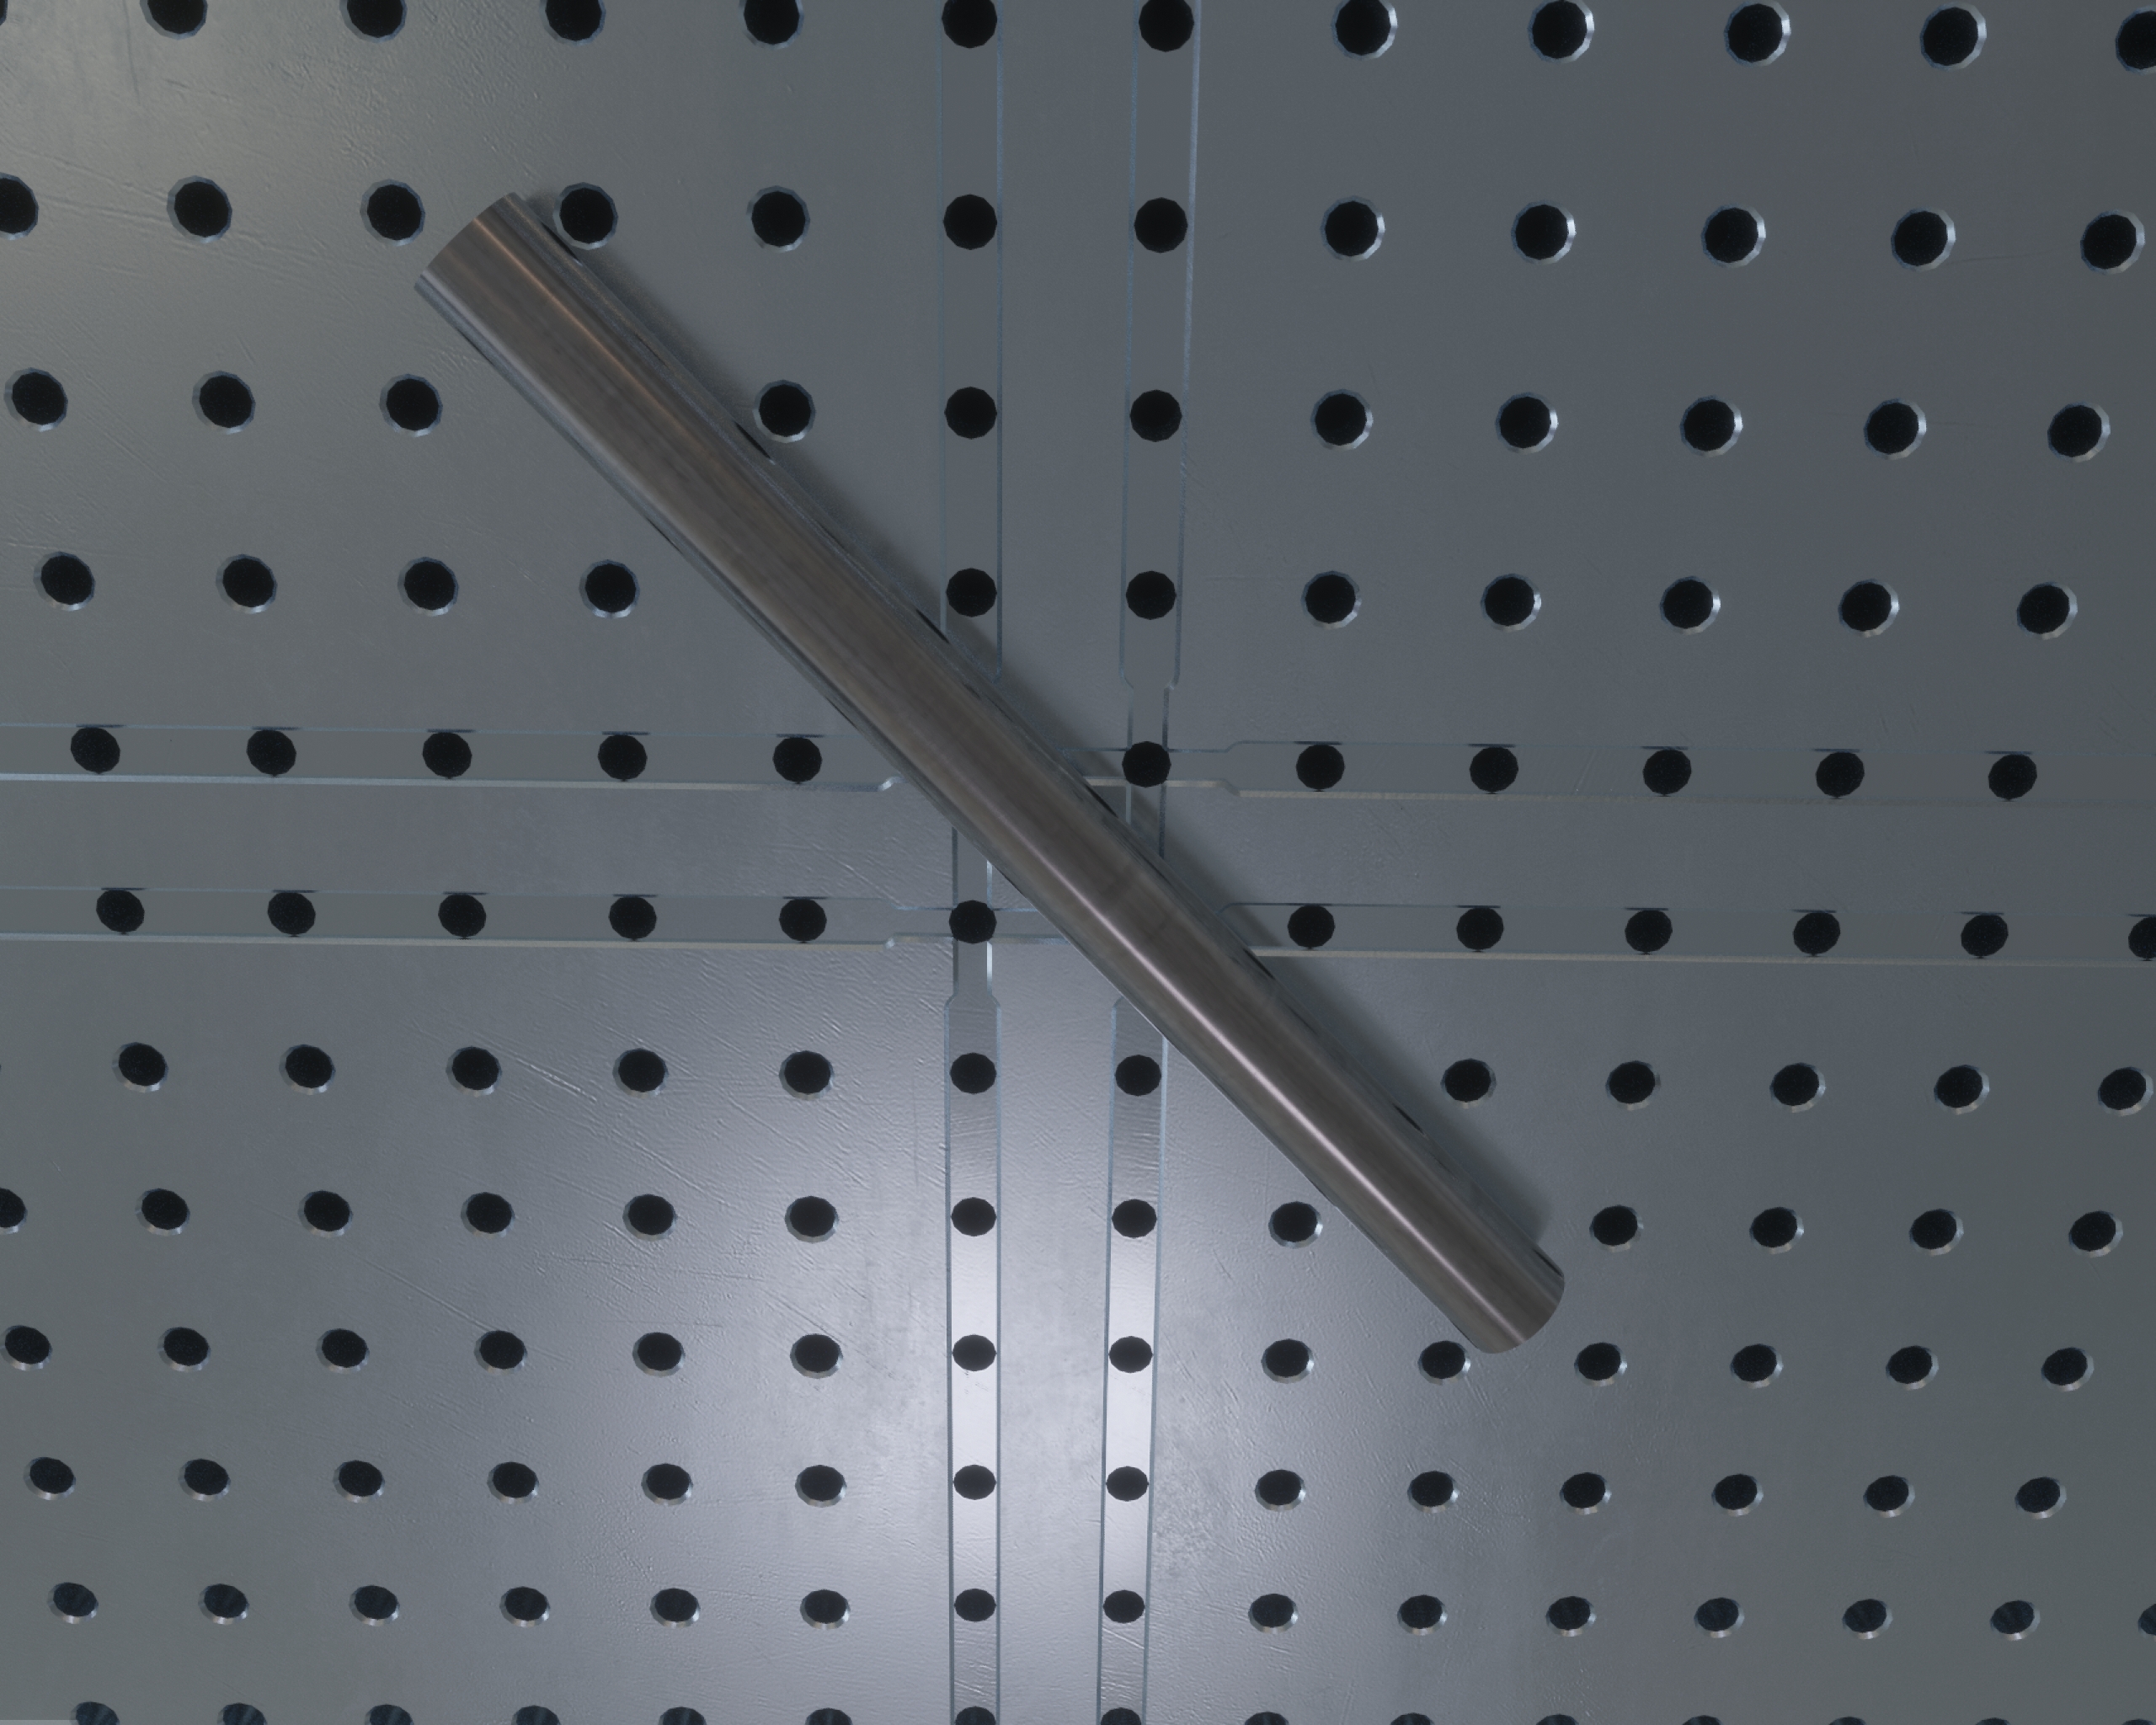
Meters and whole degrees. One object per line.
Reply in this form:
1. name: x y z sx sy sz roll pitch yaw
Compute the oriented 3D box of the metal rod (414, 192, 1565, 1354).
1. metal rod: -0.007 -0.008 0.411 0.025 0.025 0.300 -41 105 13
